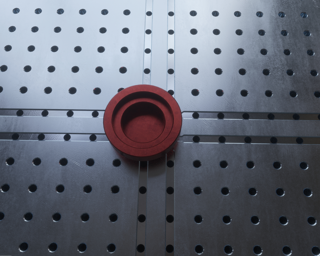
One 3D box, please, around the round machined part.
[{"bbox_3d":[-0.021,-0.004,0.404,0.099,0.042,0.098,0,70,0],"label":"round machined part"}]
